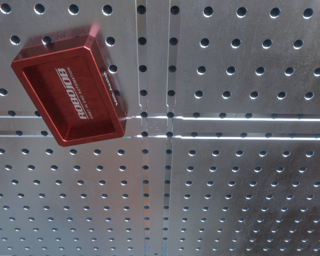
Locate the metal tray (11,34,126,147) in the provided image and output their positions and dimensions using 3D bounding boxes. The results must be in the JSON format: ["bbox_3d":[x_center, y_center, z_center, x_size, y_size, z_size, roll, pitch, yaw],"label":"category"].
[{"bbox_3d":[-0.102,-0.038,0.374,0.090,0.030,0.129,-10,130,8],"label":"metal tray"}]
